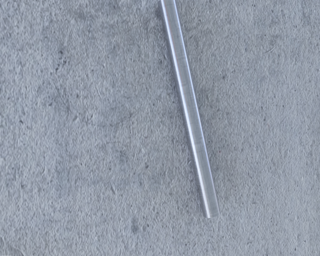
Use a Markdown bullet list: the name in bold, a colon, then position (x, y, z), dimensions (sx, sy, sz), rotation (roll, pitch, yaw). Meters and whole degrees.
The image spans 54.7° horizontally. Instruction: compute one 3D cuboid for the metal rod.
- **metal rod**: position (0.041, -0.024, 0.423), dimensions (0.025, 0.025, 0.298), rotation (-14, 95, -20)
